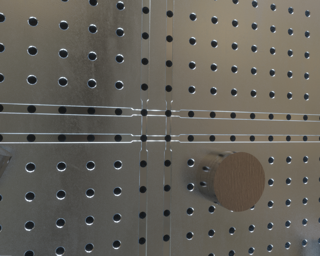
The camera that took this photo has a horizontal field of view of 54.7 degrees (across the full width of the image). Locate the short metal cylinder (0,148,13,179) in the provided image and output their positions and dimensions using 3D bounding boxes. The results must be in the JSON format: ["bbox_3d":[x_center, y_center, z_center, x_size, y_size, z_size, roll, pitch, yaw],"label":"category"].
[{"bbox_3d":[-0.200,0.034,0.310,0.080,0.080,0.050,28,81,-18],"label":"short metal cylinder"}]

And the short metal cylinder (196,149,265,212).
[{"bbox_3d":[0.099,0.072,0.436,0.081,0.050,0.079,0,90,-20],"label":"short metal cylinder"}]
